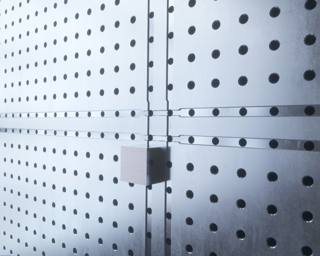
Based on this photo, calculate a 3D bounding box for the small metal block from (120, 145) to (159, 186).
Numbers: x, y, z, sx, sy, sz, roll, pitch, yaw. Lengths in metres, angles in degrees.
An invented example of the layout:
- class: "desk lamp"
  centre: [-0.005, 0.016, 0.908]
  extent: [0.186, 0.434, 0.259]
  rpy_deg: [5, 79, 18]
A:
- class: "small metal block"
  centre: [-0.029, 0.051, 0.434]
  extent: [0.050, 0.025, 0.050]
  rpy_deg: [1, 91, 40]
